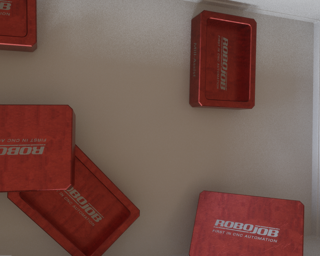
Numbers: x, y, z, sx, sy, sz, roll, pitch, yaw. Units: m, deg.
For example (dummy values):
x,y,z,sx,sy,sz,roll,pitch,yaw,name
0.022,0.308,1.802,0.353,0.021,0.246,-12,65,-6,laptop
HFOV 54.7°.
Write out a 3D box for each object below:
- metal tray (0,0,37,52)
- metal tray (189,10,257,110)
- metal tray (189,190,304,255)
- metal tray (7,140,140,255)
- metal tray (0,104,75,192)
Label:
x,y,z,sx,sy,sz,roll,pitch,yaw,name
-0.203,-0.134,0.332,0.131,0.030,0.089,-1,90,-21,metal tray
0.090,-0.093,0.442,0.091,0.030,0.129,2,90,-21,metal tray
0.109,0.133,0.390,0.030,0.130,0.090,54,44,-52,metal tray
-0.099,0.088,0.371,0.090,0.030,0.130,-44,104,-15,metal tray
-0.159,0.022,0.327,0.131,0.030,0.090,0,78,-9,metal tray
